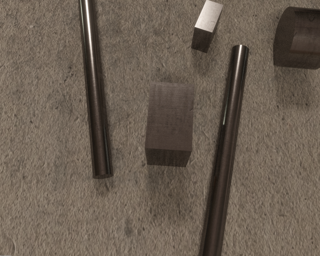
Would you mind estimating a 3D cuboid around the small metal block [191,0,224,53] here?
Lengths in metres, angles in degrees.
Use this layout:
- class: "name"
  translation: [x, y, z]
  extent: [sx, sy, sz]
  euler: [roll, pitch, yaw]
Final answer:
- class: "small metal block"
  translation: [0.068, -0.146, 0.449]
  extent: [0.025, 0.050, 0.050]
  euler: [21, 71, 7]

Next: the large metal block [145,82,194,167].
- class: "large metal block"
  translation: [0.011, -0.001, 0.380]
  extent: [0.050, 0.080, 0.080]
  euler: [4, 70, 1]

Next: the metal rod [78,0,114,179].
- class: "metal rod"
  translation: [-0.094, -0.078, 0.435]
  extent: [0.025, 0.025, 0.299]
  euler: [-8, 70, -3]

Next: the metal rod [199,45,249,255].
- class: "metal rod"
  translation: [0.085, 0.024, 0.400]
  extent: [0.025, 0.025, 0.299]
  euler: [12, 70, 4]

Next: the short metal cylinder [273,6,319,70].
- class: "short metal cylinder"
  translation: [0.195, -0.123, 0.426]
  extent: [0.050, 0.080, 0.080]
  euler: [6, 70, 2]
